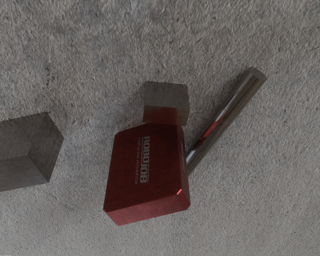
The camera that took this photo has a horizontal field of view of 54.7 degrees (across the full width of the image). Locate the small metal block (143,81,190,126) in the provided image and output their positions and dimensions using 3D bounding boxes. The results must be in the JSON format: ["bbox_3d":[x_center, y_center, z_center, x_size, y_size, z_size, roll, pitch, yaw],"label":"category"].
[{"bbox_3d":[0.007,-0.030,0.366,0.050,0.050,0.025,5,130,-5],"label":"small metal block"}]

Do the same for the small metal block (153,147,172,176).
[{"bbox_3d":[0.007,0.046,0.430,0.025,0.050,0.050,32,123,-24],"label":"small metal block"}]

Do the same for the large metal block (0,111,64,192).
[{"bbox_3d":[-0.180,0.030,0.394,0.080,0.080,0.050,-11,129,9],"label":"large metal block"}]

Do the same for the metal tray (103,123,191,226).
[{"bbox_3d":[-0.015,0.046,0.378,0.090,0.130,0.030,-17,128,13],"label":"metal tray"}]

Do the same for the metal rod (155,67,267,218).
[{"bbox_3d":[0.048,0.041,0.442,0.025,0.025,0.298,20,127,-16],"label":"metal rod"}]
